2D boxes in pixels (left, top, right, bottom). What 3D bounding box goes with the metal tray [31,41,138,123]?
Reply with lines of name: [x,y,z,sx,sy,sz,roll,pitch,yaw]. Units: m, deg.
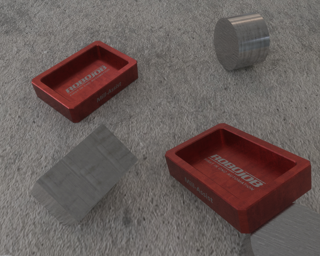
metal tray: [-0.107,-0.074,0.460,0.090,0.030,0.131,32,57,24]

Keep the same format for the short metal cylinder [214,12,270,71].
short metal cylinder: [0.124,-0.134,0.481,0.050,0.080,0.080,-15,52,-12]

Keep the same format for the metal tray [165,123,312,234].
metal tray: [0.076,0.043,0.329,0.091,0.030,0.130,-26,30,-21]

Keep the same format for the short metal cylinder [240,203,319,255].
short metal cylinder: [0.120,0.118,0.289,0.081,0.050,0.080,0,50,0]

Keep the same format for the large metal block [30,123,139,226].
large metal block: [-0.079,0.050,0.315,0.050,0.080,0.080,46,59,-4]
